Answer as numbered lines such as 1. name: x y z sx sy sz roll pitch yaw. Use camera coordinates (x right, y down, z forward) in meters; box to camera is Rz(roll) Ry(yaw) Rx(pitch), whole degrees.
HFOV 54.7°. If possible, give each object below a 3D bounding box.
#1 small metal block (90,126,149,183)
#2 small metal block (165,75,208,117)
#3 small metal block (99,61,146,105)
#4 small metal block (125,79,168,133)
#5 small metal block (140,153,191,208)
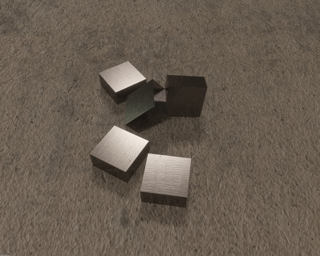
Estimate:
1. small metal block: -0.048 0.031 0.377 0.050 0.025 0.050 24 54 18
2. small metal block: 0.032 -0.043 0.418 0.050 0.050 0.025 2 43 -8
3. small metal block: -0.055 -0.068 0.459 0.050 0.025 0.050 -28 56 -22
4. small metal block: -0.019 -0.029 0.410 0.050 0.025 0.050 -30 44 27
5. small metal block: 0.007 0.059 0.353 0.050 0.025 0.050 6 50 5
